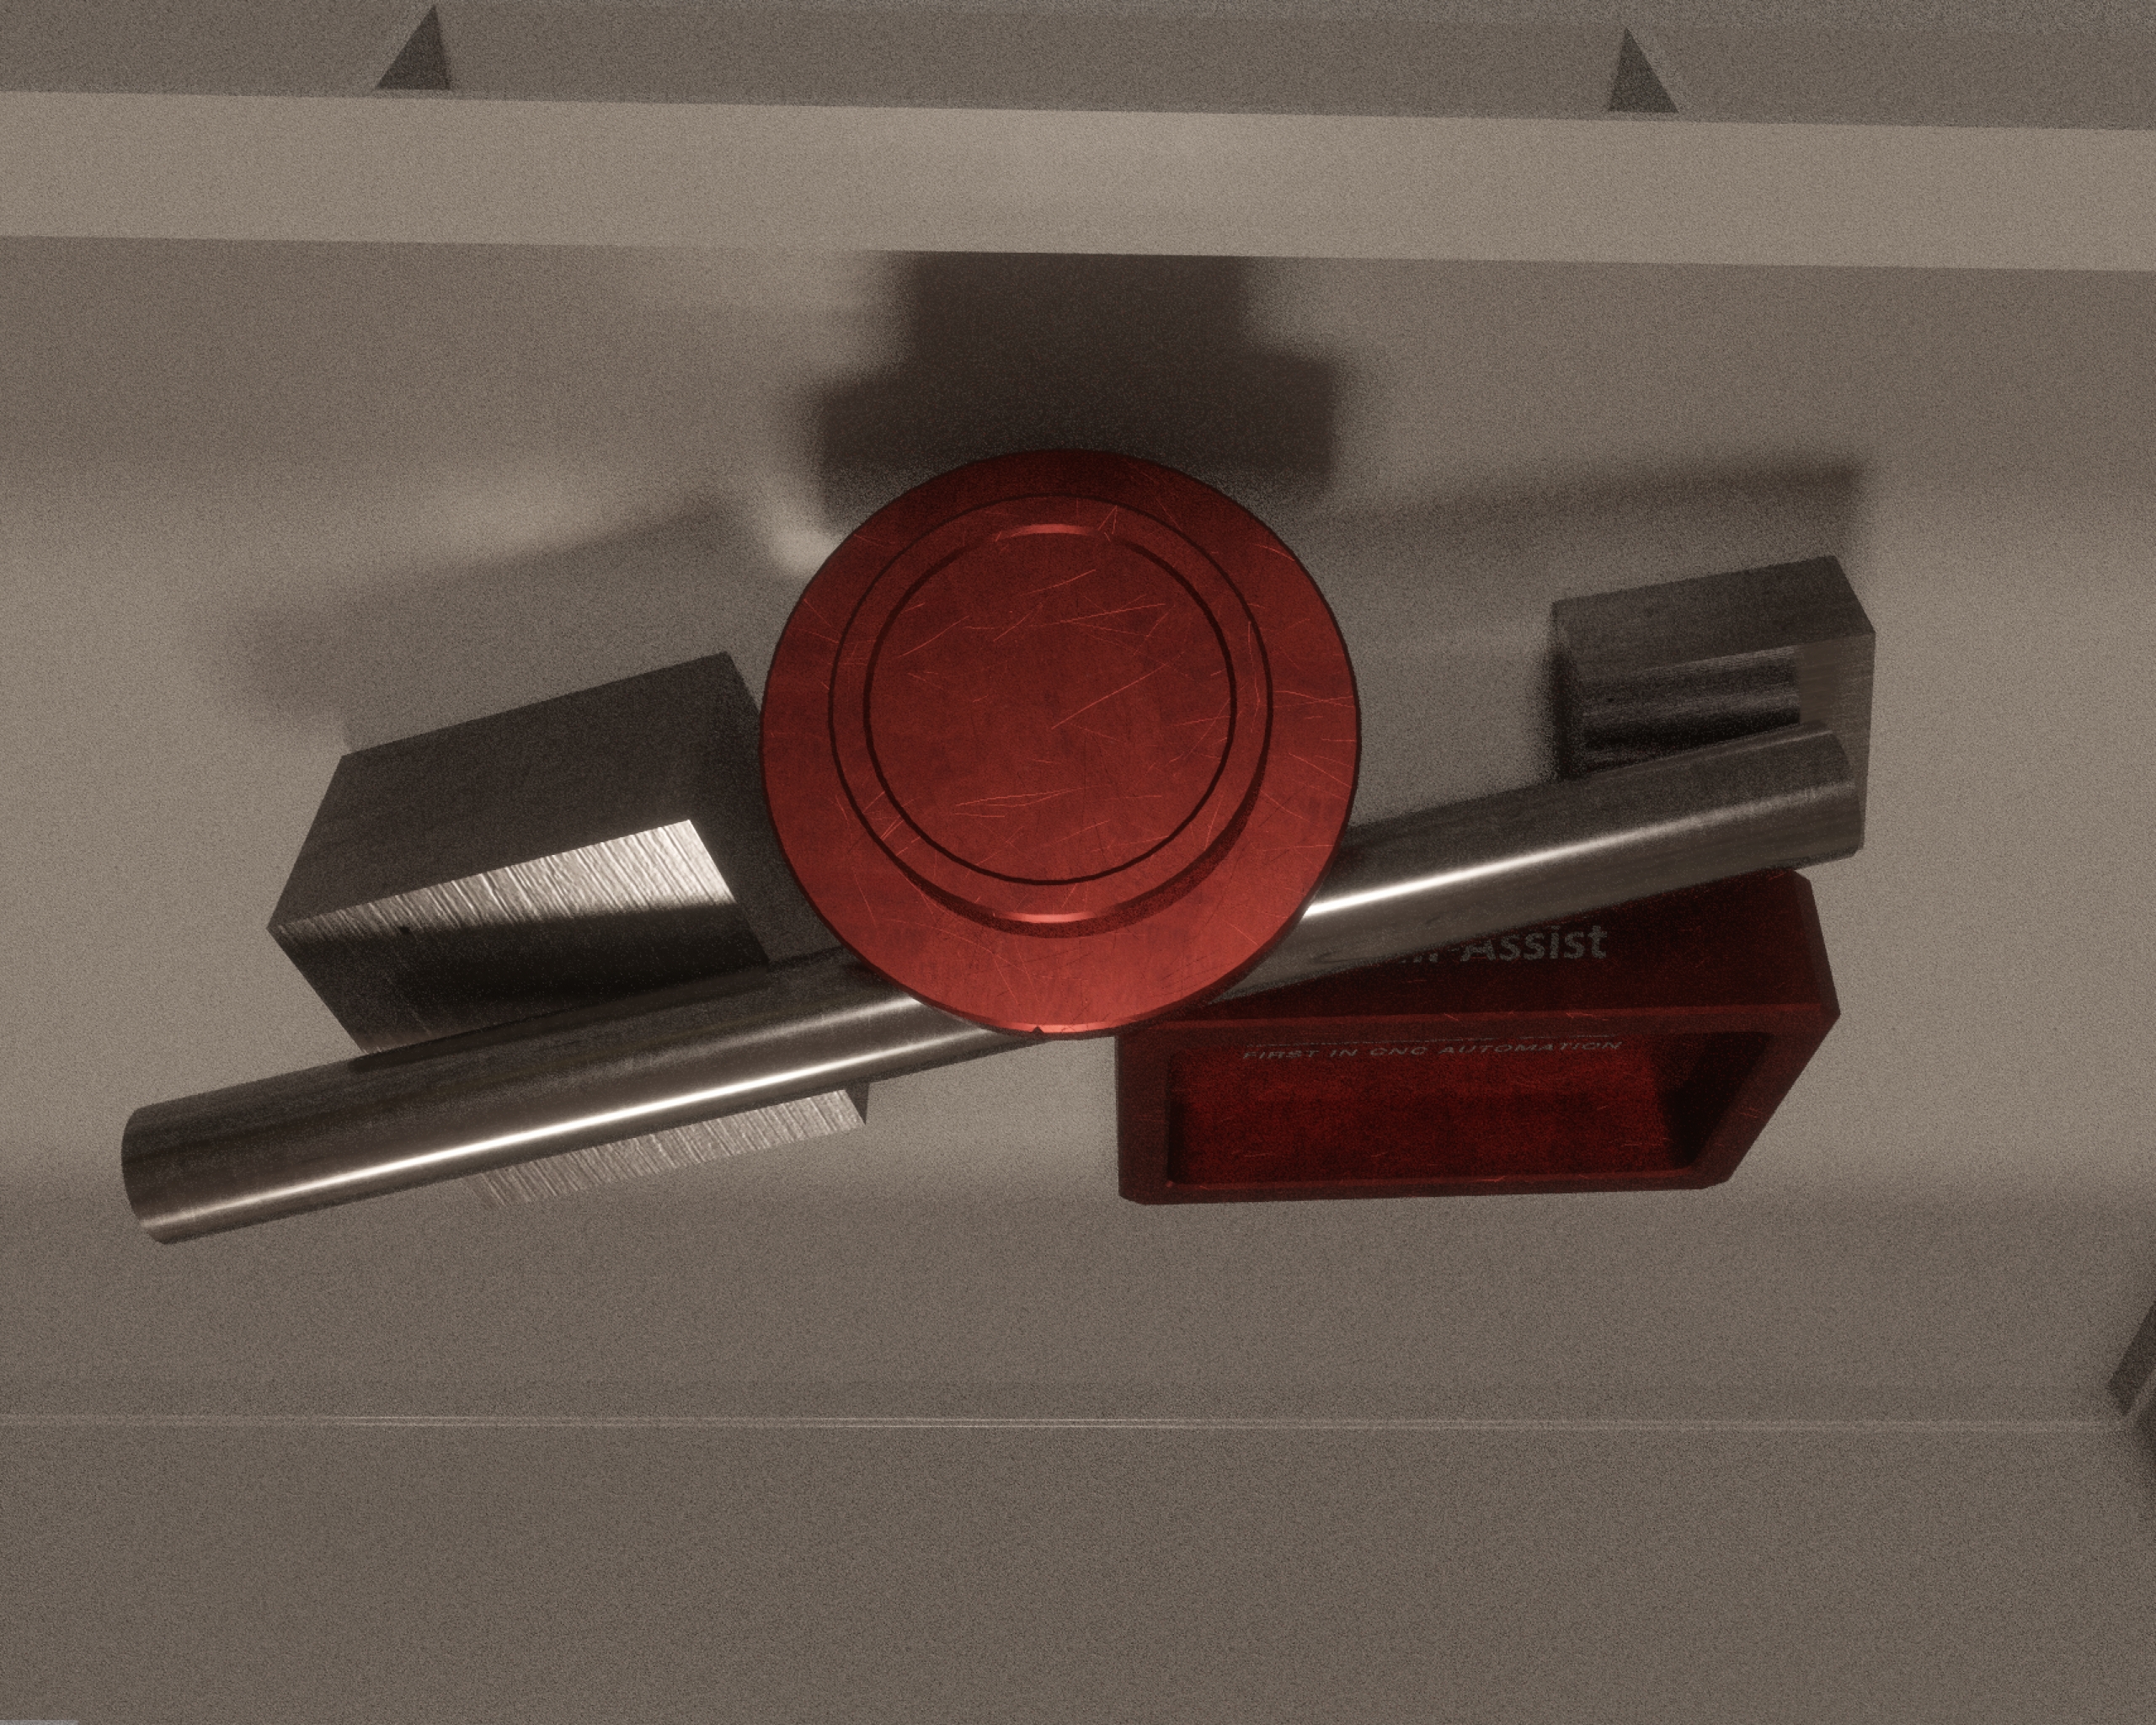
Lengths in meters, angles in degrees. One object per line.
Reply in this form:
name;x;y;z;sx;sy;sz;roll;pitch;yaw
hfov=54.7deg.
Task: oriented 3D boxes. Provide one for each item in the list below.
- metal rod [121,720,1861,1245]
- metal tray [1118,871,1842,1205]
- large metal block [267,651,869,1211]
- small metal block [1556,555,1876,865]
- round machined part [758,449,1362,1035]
metal rod;-0.015;0.021;0.366;0.302;0.025;0.025;-13;130;1
metal tray;0.073;0.037;0.418;0.131;0.030;0.090;-2;150;0
large metal block;-0.091;0.015;0.401;0.080;0.050;0.080;-14;129;11
small metal block;0.118;-0.025;0.387;0.050;0.025;0.050;-9;130;7
round machined part;-0.003;-0.021;0.339;0.099;0.097;0.042;-4;171;2
